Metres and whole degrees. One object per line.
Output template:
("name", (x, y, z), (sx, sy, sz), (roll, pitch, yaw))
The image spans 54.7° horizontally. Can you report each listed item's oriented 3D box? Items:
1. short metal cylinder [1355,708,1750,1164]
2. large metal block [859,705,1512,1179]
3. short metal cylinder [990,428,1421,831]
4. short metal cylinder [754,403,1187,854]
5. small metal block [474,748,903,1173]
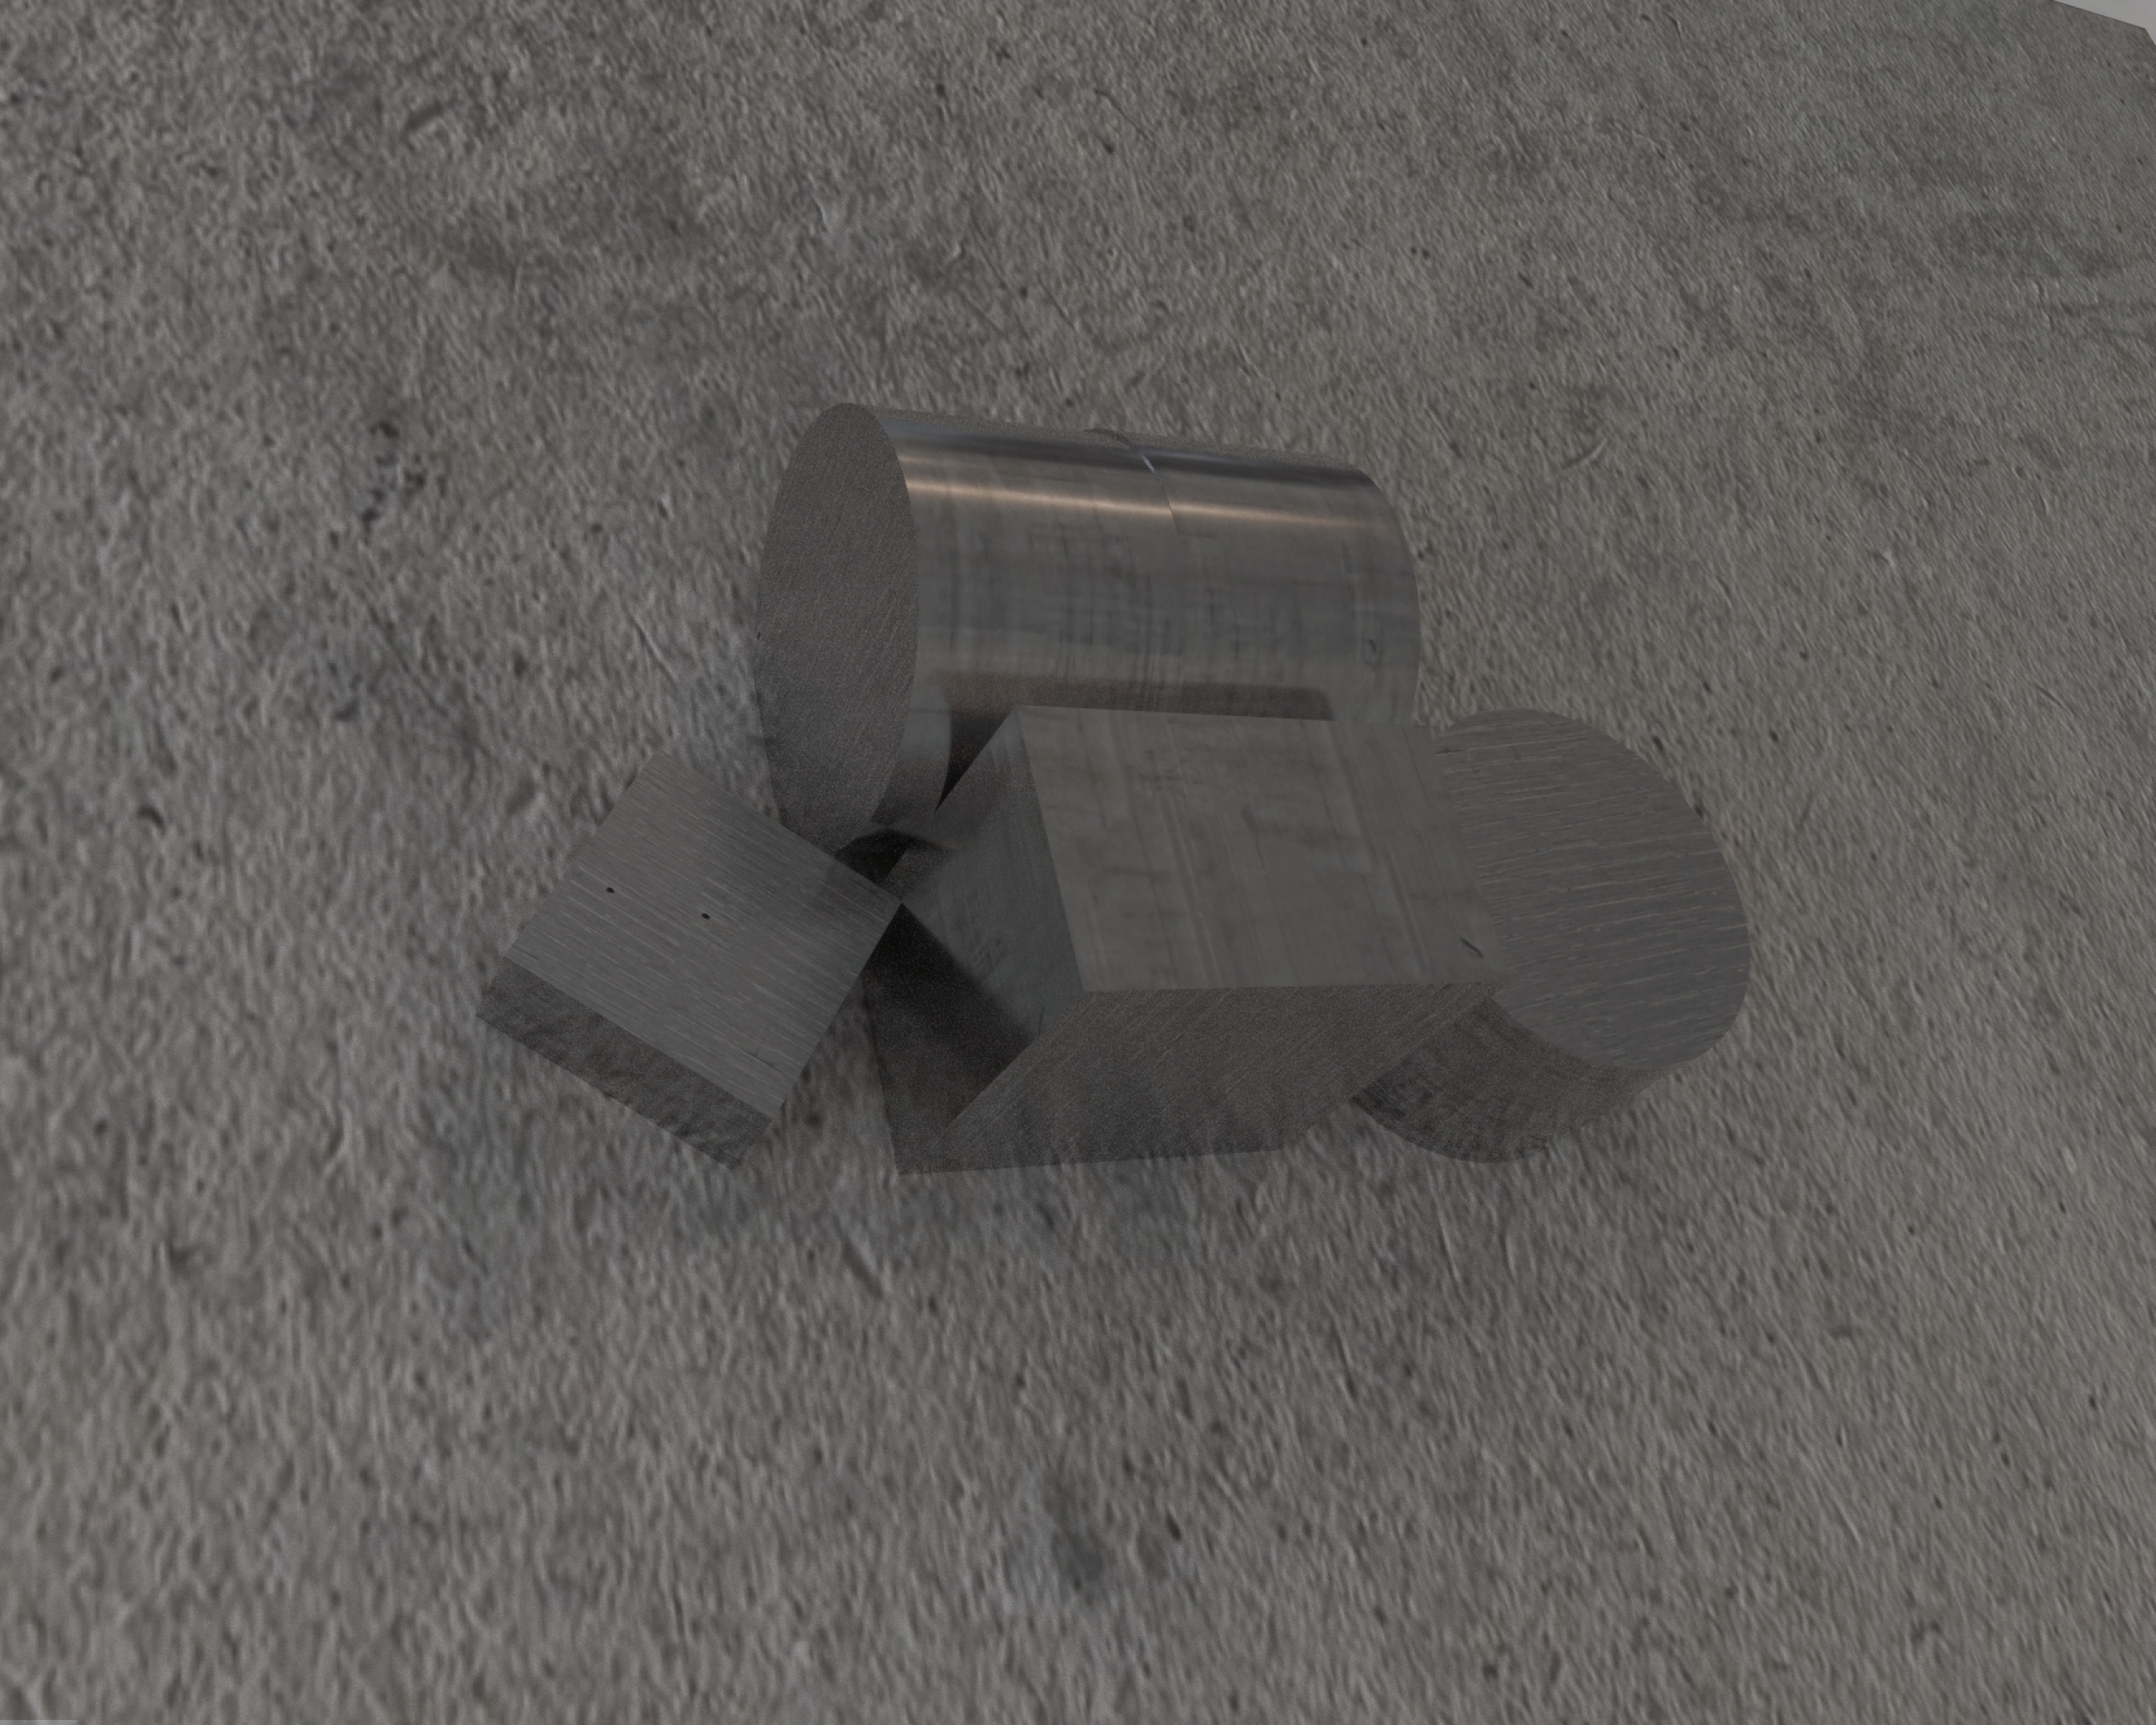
("short metal cylinder", (0.088, 0.015, 0.427), (0.081, 0.050, 0.080), (14, 56, -21))
("large metal block", (0.014, 0.016, 0.369), (0.081, 0.080, 0.050), (1, 62, -28))
("short metal cylinder", (0.022, -0.042, 0.408), (0.050, 0.080, 0.080), (1, 62, -28))
("short metal cylinder", (-0.022, -0.041, 0.384), (0.050, 0.080, 0.080), (1, 62, -28))
("small metal block", (-0.066, 0.017, 0.360), (0.050, 0.025, 0.050), (33, 51, -7))
